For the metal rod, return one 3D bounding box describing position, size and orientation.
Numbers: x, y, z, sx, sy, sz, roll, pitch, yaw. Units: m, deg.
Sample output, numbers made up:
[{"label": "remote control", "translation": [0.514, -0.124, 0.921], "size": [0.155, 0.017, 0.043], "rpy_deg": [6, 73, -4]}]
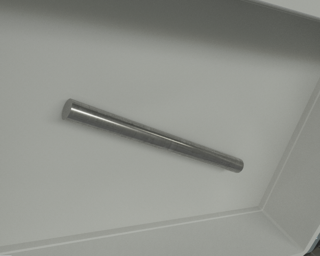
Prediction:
[{"label": "metal rod", "translation": [0.014, 0.021, 0.426], "size": [0.302, 0.025, 0.025], "rpy_deg": [20, 108, -36]}]
